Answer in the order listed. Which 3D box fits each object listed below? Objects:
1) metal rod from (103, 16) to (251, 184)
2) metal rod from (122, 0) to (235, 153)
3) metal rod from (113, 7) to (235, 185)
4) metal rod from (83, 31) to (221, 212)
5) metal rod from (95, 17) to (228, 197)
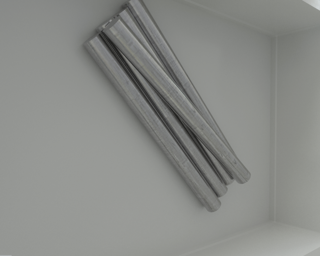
[{"bbox_3d":[0.039,-0.017,0.404,0.300,0.025,0.025,46,63,-30],"label":"metal rod"},{"bbox_3d":[0.043,-0.046,0.440,0.025,0.025,0.300,-51,120,-28],"label":"metal rod"},{"bbox_3d":[0.030,-0.026,0.430,0.025,0.025,0.300,-51,120,-28],"label":"metal rod"},{"bbox_3d":[0.004,0.010,0.408,0.025,0.025,0.300,-51,120,-28],"label":"metal rod"},{"bbox_3d":[0.016,-0.010,0.418,0.025,0.025,0.300,-51,120,-28],"label":"metal rod"}]
